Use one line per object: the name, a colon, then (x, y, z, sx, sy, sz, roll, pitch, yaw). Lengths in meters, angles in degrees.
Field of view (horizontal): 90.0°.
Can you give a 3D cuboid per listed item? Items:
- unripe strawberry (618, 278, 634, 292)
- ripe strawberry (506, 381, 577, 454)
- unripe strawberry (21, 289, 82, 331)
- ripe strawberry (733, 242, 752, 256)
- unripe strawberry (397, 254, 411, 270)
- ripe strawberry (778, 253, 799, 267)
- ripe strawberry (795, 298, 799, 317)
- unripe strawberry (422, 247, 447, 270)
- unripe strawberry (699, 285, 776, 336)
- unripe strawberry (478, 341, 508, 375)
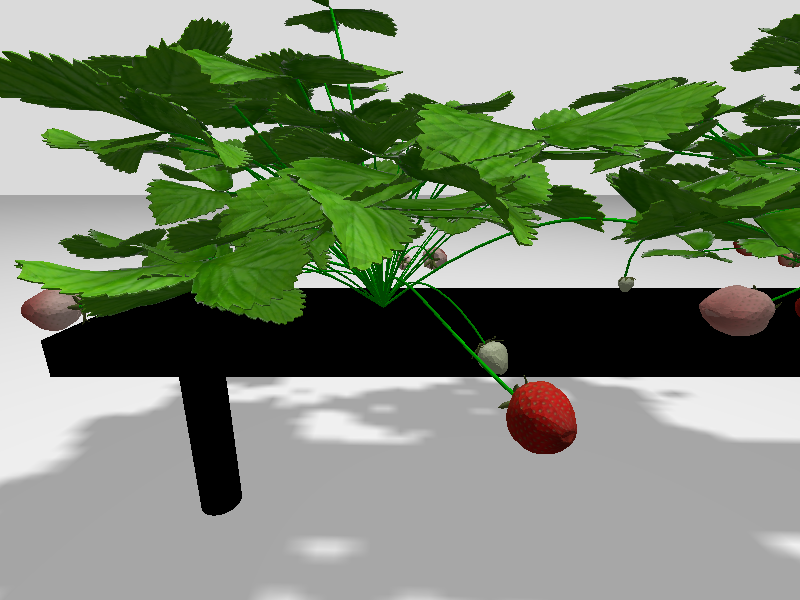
unripe strawberry: (0.223, -0.015, 0.395, 0.015, 0.015, 0.014, 3, 17, 8)
ripe strawberry: (0.061, 0.051, 0.170, 0.028, 0.030, 0.030, -6, 18, -20)
unripe strawberry: (-0.266, 0.006, 0.307, 0.037, 0.032, 0.037, -4, 17, -12)
ripe strawberry: (0.539, -0.087, 0.619, 0.040, 0.042, 0.043, 6, -6, 20)
unripe strawberry: (0.005, -0.050, 0.520, 0.019, 0.022, 0.021, 2, 3, 7)
ripe strawberry: (0.522, -0.057, 0.533, 0.029, 0.025, 0.029, 8, 18, 25)
ripe strawberry: (0.330, 0.006, 0.319, 0.026, 0.028, 0.024, -8, 18, -23)
unripe strawberry: (0.046, -0.055, 0.520, 0.032, 0.029, 0.029, 6, 17, 20)
unripe strawberry: (0.242, 0.008, 0.292, 0.038, 0.038, 0.042, -7, 18, -20)
unripe strawberry: (0.057, 0.036, 0.240, 0.018, 0.019, 0.020, -9, 49, -28)
